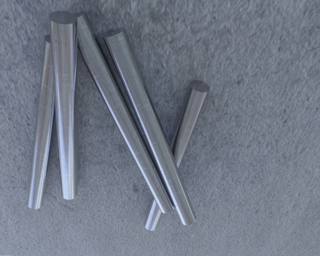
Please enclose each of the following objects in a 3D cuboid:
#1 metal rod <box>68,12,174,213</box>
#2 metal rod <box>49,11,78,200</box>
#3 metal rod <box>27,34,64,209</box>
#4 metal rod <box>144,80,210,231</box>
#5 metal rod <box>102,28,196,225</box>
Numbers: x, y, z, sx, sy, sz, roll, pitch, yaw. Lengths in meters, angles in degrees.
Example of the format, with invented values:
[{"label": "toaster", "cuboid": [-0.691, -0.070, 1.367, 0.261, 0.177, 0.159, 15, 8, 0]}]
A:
[{"label": "metal rod", "cuboid": [-0.037, 0.004, 0.392, 0.025, 0.025, 0.299, -15, 124, 12]}, {"label": "metal rod", "cuboid": [-0.116, 0.001, 0.389, 0.025, 0.025, 0.298, 8, 135, -7]}, {"label": "metal rod", "cuboid": [-0.156, 0.015, 0.417, 0.025, 0.025, 0.298, 14, 129, -12]}, {"label": "metal rod", "cuboid": [0.015, 0.062, 0.459, 0.025, 0.025, 0.298, 9, 130, -8]}, {"label": "metal rod", "cuboid": [-0.002, 0.020, 0.399, 0.025, 0.025, 0.299, -14, 122, 11]}]
